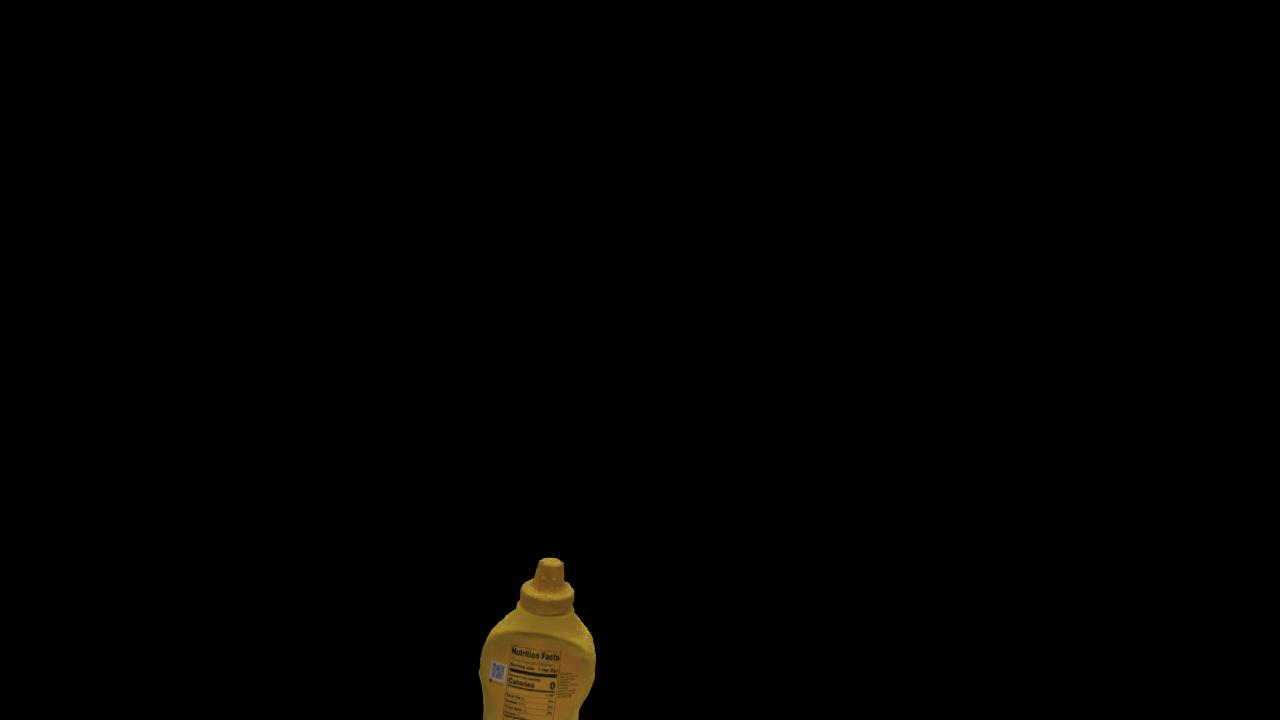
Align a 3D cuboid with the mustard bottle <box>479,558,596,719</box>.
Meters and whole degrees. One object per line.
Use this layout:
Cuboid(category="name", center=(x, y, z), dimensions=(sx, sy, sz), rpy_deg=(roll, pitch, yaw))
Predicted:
Cuboid(category="mustard bottle", center=(-0.080, 0.245, 0.478), dimensions=(0.092, 0.184, 0.054), rpy_deg=(7, 1, 8))
